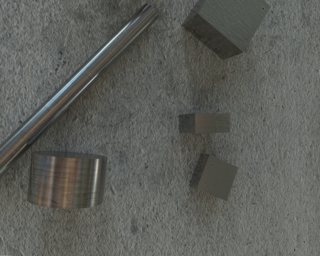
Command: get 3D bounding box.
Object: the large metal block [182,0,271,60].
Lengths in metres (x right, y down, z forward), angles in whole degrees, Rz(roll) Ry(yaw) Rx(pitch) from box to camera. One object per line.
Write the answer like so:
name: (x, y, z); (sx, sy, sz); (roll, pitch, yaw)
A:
large metal block: (0.091, -0.155, 0.429); (0.080, 0.050, 0.080); (35, 79, -17)

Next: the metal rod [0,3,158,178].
metal rod: (-0.108, -0.042, 0.369); (0.025, 0.025, 0.300); (45, 76, -15)

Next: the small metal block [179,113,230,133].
small metal block: (0.059, -0.006, 0.418); (0.050, 0.050, 0.025); (-1, 91, -20)

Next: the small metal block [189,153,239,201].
small metal block: (0.076, 0.069, 0.437); (0.050, 0.025, 0.050); (24, 82, -19)

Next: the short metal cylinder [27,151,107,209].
short metal cylinder: (-0.101, 0.054, 0.343); (0.081, 0.080, 0.050); (6, 88, -20)
